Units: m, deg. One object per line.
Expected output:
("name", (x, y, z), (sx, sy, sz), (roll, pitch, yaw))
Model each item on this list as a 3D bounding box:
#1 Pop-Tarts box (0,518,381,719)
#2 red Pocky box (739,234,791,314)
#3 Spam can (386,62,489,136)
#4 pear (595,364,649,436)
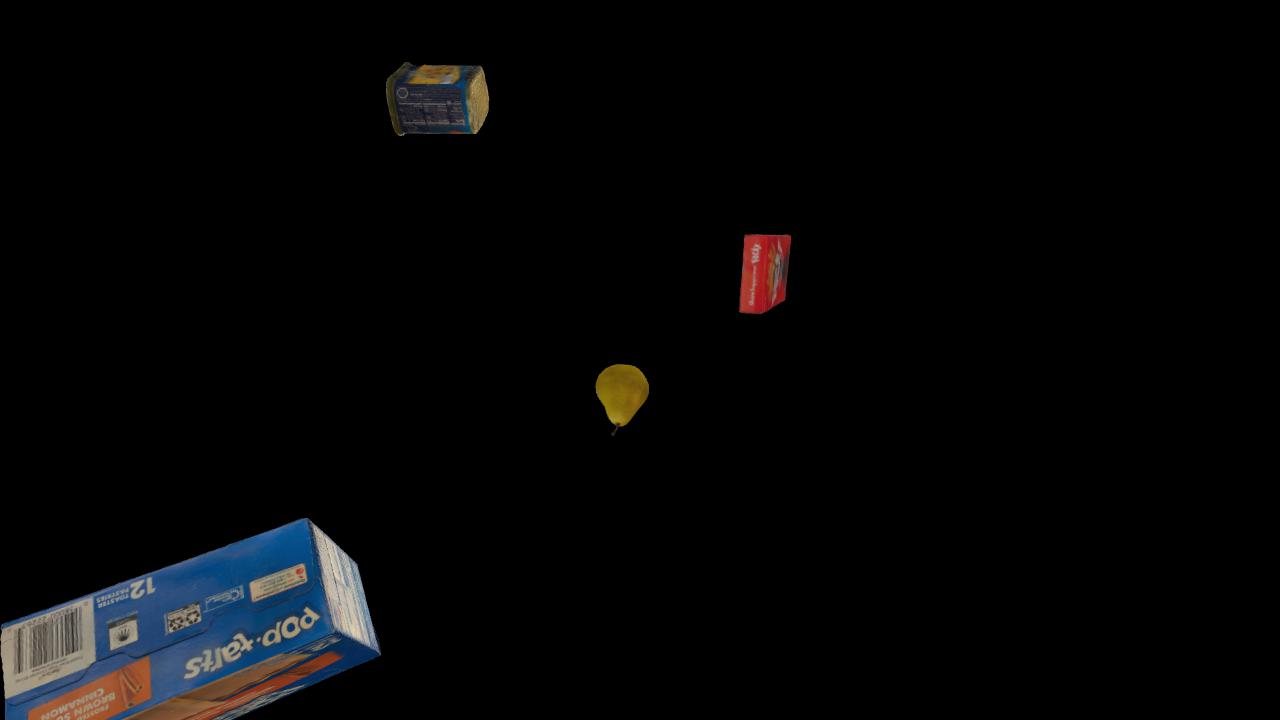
("Pop-Tarts box", (-0.287, 0.194, 0.422), (0.167, 0.083, 0.141), (-17, -26, -20))
("red Pocky box", (0.144, -0.100, 0.698), (0.028, 0.083, 0.155), (8, 14, 21))
("Spam can", (-0.215, -0.283, 0.666), (0.085, 0.058, 0.101), (-1, 39, -2))
("pear", (-0.024, 0.061, 0.904), (0.080, 0.111, 0.080), (-5, -36, -4))
